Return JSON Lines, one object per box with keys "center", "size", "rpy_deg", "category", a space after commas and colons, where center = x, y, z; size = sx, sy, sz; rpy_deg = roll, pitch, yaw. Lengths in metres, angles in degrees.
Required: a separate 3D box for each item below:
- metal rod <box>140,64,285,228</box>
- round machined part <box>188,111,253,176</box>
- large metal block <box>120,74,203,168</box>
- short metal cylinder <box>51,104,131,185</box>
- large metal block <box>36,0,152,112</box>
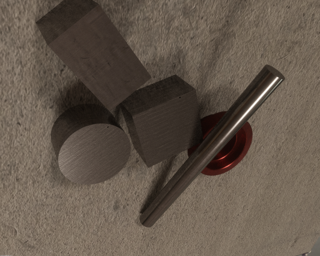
{"center": [0.050, 0.043, 0.408], "size": [0.025, 0.025, 0.298], "rpy_deg": [10, 131, -33], "category": "metal rod"}
{"center": [0.083, 0.018, 0.455], "size": [0.099, 0.042, 0.097], "rpy_deg": [-14, 125, -21], "category": "round machined part"}
{"center": [0.003, -0.009, 0.388], "size": [0.081, 0.050, 0.080], "rpy_deg": [-24, 128, -14], "category": "large metal block"}
{"center": [-0.080, 0.018, 0.359], "size": [0.081, 0.050, 0.079], "rpy_deg": [-14, 125, -21], "category": "short metal cylinder"}
{"center": [-0.063, -0.074, 0.292], "size": [0.050, 0.080, 0.080], "rpy_deg": [-40, 130, -1], "category": "large metal block"}
